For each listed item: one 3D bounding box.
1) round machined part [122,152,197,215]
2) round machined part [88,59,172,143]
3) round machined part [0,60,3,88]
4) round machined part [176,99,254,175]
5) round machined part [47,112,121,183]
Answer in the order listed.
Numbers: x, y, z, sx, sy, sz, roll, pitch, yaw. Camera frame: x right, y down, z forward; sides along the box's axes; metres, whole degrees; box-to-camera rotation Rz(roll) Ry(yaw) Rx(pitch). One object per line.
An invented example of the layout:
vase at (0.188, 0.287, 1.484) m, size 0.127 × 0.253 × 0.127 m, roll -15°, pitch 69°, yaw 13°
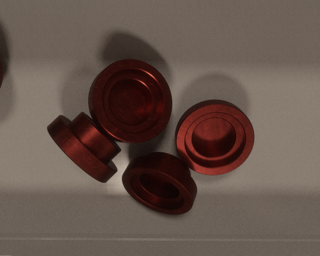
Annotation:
round machined part at (0.003, 0.069, 0.412) m, size 0.098 × 0.042 × 0.097 m, roll 15°, pitch 138°, yaw 15°
round machined part at (-0.038, -0.030, 0.374) m, size 0.099 × 0.042 × 0.097 m, roll 2°, pitch 85°, yaw -27°
round machined part at (-0.238, -0.072, 0.372) m, size 0.099 × 0.042 × 0.097 m, roll 0°, pitch 110°, yaw -1°
round machined part at (0.069, 0.009, 0.407) m, size 0.099 × 0.042 × 0.097 m, roll 0°, pitch 110°, yaw -1°
round machined part at (-0.086, 0.018, 0.381) m, size 0.042 × 0.098 × 0.098 m, roll -45°, pitch 105°, yaw -4°
